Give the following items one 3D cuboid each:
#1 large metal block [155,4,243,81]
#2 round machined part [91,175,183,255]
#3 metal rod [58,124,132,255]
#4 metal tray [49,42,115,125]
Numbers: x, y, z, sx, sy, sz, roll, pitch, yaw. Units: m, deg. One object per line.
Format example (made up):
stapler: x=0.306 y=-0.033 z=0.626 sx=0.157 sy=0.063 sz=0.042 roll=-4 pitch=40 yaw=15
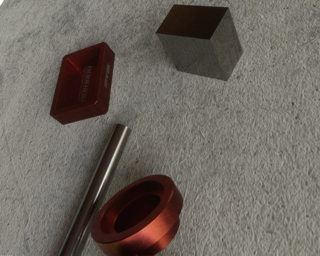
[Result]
large metal block: x=0.054 y=-0.112 z=0.409 sx=0.080 sy=0.080 sz=0.050 roll=19 pitch=72 yaw=35
round machined part: x=-0.019 y=0.096 z=0.325 sx=0.098 sy=0.042 sz=0.098 roll=-27 pitch=18 yaw=10
metal rod: x=-0.100 y=0.131 z=0.375 sx=0.025 sy=0.025 sz=0.300 roll=7 pitch=65 yaw=31
metal tray: x=-0.126 y=-0.075 z=0.512 sx=0.090 sy=0.030 sz=0.130 roll=-13 pitch=56 yaw=21
